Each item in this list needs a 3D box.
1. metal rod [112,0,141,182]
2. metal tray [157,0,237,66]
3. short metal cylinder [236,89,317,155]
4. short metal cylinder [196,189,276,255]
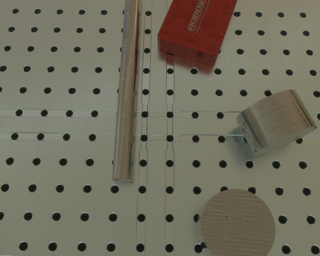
[{"bbox_3d":[-0.044,-0.075,0.438,0.025,0.025,0.299,1,70,0],"label":"metal rod"},{"bbox_3d":[0.060,-0.167,0.470,0.090,0.030,0.130,19,71,6],"label":"metal tray"},{"bbox_3d":[0.143,-0.005,0.385,0.080,0.080,0.050,-20,71,-7],"label":"short metal cylinder"},{"bbox_3d":[0.084,0.114,0.357,0.081,0.050,0.080,0,70,0],"label":"short metal cylinder"}]
